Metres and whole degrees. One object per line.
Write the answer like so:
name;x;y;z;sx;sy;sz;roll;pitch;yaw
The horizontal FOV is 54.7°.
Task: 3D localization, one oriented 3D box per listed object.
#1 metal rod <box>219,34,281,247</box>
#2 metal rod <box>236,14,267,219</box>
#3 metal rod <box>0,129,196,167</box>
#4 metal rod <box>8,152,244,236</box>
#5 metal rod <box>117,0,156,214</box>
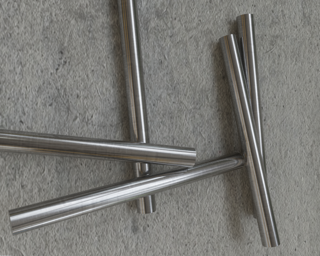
metal rod;0.126;0.016;0.439;0.025;0.025;0.298;-11;88;-20
metal rod;0.139;-0.015;0.459;0.025;0.025;0.298;-6;92;-20
metal rod;-0.105;0.021;0.353;0.302;0.025;0.025;6;88;-14
metal rod;-0.015;0.069;0.374;0.303;0.025;0.025;-10;94;-31
metal rod;-0.031;-0.041;0.397;0.025;0.025;0.298;-6;92;-20
